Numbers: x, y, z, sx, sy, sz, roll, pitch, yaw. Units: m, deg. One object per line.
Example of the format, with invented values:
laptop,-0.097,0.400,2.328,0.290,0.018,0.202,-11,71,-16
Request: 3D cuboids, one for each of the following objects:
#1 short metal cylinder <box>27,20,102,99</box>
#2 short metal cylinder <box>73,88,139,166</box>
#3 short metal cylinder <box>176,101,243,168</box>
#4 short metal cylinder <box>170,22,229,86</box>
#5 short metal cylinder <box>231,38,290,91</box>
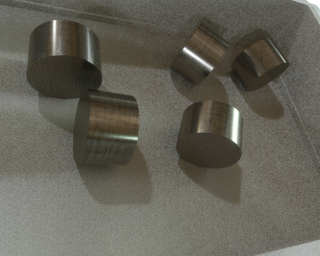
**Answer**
short metal cylinder,-0.109,-0.076,0.358,0.081,0.080,0.050,6,59,-26
short metal cylinder,-0.061,0.000,0.337,0.050,0.080,0.080,7,59,-25
short metal cylinder,0.065,0.010,0.399,0.080,0.080,0.050,24,53,-14
short metal cylinder,0.059,-0.111,0.469,0.050,0.080,0.080,35,51,-6
short metal cylinder,0.169,-0.105,0.525,0.081,0.080,0.050,-18,72,-35
